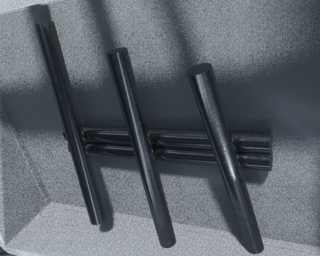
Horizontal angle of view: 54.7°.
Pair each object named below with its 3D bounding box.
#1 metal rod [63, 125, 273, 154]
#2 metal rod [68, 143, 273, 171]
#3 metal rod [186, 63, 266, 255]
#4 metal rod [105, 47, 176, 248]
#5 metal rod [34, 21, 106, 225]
[{"bbox_3d":[-0.008,0.012,0.418,0.301,0.025,0.025,2,119,26],"label":"metal rod"},{"bbox_3d":[-0.004,0.033,0.429,0.301,0.025,0.025,2,119,26],"label":"metal rod"},{"bbox_3d":[0.088,0.063,0.370,0.025,0.025,0.299,-4,125,30],"label":"metal rod"},{"bbox_3d":[-0.018,0.044,0.410,0.025,0.025,0.298,1,119,27],"label":"metal rod"},{"bbox_3d":[-0.123,0.005,0.442,0.025,0.025,0.298,-1,110,28],"label":"metal rod"}]
